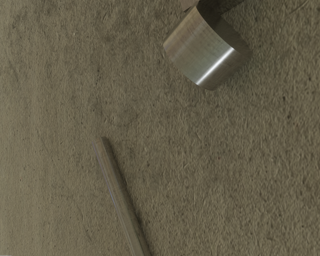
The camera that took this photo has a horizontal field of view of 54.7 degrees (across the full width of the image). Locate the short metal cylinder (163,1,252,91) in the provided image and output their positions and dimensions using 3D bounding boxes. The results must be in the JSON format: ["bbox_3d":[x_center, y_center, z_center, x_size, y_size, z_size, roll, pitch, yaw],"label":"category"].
[{"bbox_3d":[0.050,-0.086,0.328,0.050,0.081,0.080,-44,64,31],"label":"short metal cylinder"}]

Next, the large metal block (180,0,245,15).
[{"bbox_3d":[0.061,-0.176,0.338,0.080,0.050,0.080,-23,76,37],"label":"large metal block"}]

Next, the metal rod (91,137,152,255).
[{"bbox_3d":[-0.037,0.149,0.435,0.025,0.025,0.299,-37,67,34],"label":"metal rod"}]
